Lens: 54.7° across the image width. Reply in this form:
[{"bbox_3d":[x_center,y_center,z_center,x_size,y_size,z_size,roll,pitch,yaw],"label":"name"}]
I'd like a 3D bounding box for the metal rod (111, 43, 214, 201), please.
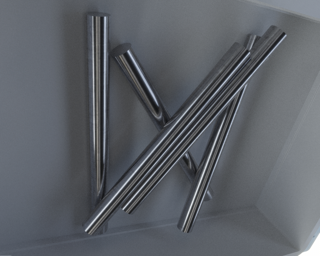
[{"bbox_3d":[0.018,0.014,0.429,0.025,0.025,0.299,-36,129,-5],"label":"metal rod"}]

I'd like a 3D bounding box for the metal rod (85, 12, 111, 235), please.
[{"bbox_3d":[-0.075,0.017,0.378,0.025,0.025,0.298,-9,122,-24],"label":"metal rod"}]

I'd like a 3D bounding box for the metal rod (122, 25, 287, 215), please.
[{"bbox_3d":[0.051,-0.005,0.400,0.299,0.025,0.025,-50,129,7],"label":"metal rod"}]

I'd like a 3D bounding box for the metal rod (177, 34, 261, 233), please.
[{"bbox_3d":[0.083,0.017,0.443,0.025,0.025,0.298,9,107,-33],"label":"metal rod"}]

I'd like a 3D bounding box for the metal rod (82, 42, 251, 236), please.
[{"bbox_3d":[0.004,0.018,0.389,0.299,0.025,0.025,-50,129,7],"label":"metal rod"}]
